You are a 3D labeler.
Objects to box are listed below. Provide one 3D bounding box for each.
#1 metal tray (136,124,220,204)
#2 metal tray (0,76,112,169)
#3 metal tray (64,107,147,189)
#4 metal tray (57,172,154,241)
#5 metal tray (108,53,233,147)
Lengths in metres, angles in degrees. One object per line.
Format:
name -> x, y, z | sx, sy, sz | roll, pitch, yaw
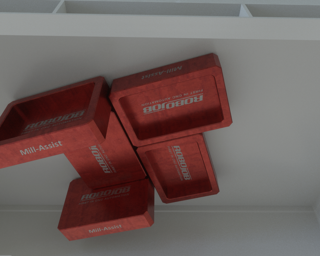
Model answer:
metal tray -> 0.029, 0.054, 0.450 | 0.090, 0.030, 0.129 | -14, 129, 11
metal tray -> -0.123, -0.008, 0.353 | 0.130, 0.090, 0.030 | -14, 129, 11
metal tray -> -0.080, 0.026, 0.423 | 0.090, 0.030, 0.129 | -14, 129, 11
metal tray -> -0.075, 0.107, 0.453 | 0.131, 0.090, 0.030 | -13, 129, 10
metal tray -> 0.015, -0.030, 0.378 | 0.131, 0.030, 0.090 | -13, 129, 10
